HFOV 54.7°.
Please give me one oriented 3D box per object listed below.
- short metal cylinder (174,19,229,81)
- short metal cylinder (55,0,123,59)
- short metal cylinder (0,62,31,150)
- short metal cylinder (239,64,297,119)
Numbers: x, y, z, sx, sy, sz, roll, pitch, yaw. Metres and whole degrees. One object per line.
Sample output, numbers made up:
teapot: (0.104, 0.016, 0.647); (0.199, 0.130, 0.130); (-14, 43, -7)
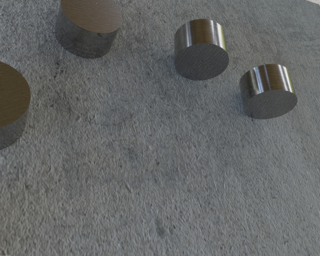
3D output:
short metal cylinder: (0.062, -0.118, 0.473); (0.081, 0.080, 0.050); (13, 56, -21)
short metal cylinder: (-0.098, -0.142, 0.422); (0.081, 0.050, 0.080); (14, 56, -21)
short metal cylinder: (-0.174, -0.022, 0.307); (0.081, 0.050, 0.080); (14, 56, -21)
short metal cylinder: (0.171, -0.056, 0.495); (0.081, 0.080, 0.050); (13, 57, -21)
